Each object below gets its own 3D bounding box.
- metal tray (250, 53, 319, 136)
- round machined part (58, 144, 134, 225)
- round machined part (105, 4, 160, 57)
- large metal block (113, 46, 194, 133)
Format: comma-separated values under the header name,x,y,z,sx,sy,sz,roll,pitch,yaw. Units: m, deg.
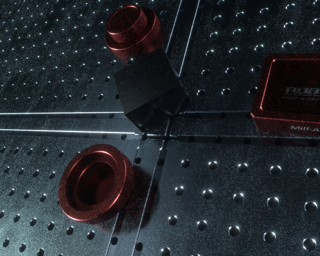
name,x,y,z,sx,sy,sz,roll,pitch,yaw
metal tray,0.175,-0.037,0.335,0.130,0.030,0.090,7,65,31
round machined part,-0.075,0.073,0.392,0.098,0.042,0.098,-13,56,21
round machined part,-0.053,-0.173,0.531,0.098,0.042,0.098,-13,56,21
large metal block,-0.011,-0.053,0.431,0.080,0.050,0.080,-28,52,10
